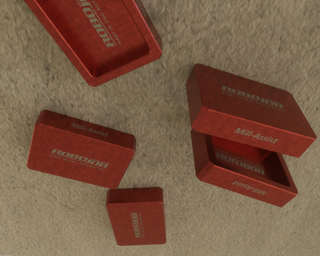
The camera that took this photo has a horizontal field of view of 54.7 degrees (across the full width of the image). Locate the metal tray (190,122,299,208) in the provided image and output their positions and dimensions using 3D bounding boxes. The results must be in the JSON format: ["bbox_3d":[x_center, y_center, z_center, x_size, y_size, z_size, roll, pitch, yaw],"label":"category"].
[{"bbox_3d":[0.106,0.043,0.402,0.131,0.090,0.030,21,127,-17],"label":"metal tray"}]

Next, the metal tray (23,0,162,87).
[{"bbox_3d":[-0.065,-0.112,0.307,0.090,0.030,0.130,-21,128,16],"label":"metal tray"}]

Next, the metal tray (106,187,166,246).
[{"bbox_3d":[-0.037,0.156,0.537,0.091,0.030,0.129,-3,130,2],"label":"metal tray"}]

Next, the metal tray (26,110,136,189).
[{"bbox_3d":[-0.109,0.034,0.431,0.131,0.030,0.089,17,128,-15],"label":"metal tray"}]

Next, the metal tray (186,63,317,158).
[{"bbox_3d":[0.097,-0.021,0.347,0.131,0.090,0.030,14,129,-13],"label":"metal tray"}]
